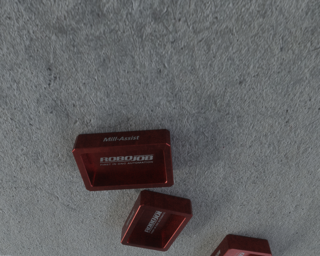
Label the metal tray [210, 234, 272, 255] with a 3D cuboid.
[{"bbox_3d":[0.156,0.270,0.635,0.091,0.030,0.129,12,129,-11],"label":"metal tray"}]

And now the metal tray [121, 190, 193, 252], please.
[{"bbox_3d":[-0.009,0.167,0.545,0.091,0.030,0.129,15,129,-13],"label":"metal tray"}]

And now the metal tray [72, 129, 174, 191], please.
[{"bbox_3d":[-0.048,0.048,0.444,0.131,0.030,0.089,-4,130,3],"label":"metal tray"}]
